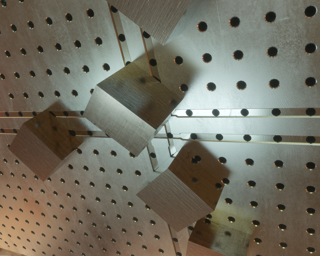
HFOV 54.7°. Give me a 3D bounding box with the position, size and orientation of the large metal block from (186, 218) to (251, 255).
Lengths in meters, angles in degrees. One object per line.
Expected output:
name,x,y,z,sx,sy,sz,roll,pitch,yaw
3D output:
large metal block,0.085,0.191,0.468,0.080,0.050,0.079,16,125,18

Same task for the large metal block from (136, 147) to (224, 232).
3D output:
large metal block,0.028,0.088,0.434,0.080,0.050,0.080,43,129,-2

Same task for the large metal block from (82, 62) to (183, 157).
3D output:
large metal block,-0.031,-0.025,0.375,0.080,0.080,0.050,37,129,3

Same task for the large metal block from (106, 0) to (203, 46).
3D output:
large metal block,0.002,-0.143,0.305,0.080,0.050,0.080,39,129,1

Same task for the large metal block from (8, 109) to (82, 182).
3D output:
large metal block,-0.190,0.030,0.511,0.080,0.050,0.080,45,129,-4
